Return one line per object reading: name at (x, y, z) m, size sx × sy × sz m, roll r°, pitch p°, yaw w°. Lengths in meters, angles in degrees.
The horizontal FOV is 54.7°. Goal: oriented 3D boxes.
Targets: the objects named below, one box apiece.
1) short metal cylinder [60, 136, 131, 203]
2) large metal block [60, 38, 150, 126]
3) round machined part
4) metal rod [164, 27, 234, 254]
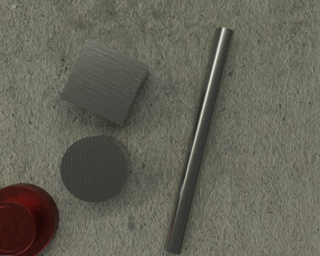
short metal cylinder at (-0.079, 0.050, 0.397) m, size 0.081 × 0.050 × 0.079 m, roll 0°, pitch 90°, yaw -1°
large metal block at (-0.067, -0.056, 0.397) m, size 0.080 × 0.050 × 0.080 m, roll 24°, pitch 90°, yaw -1°
round machined part at (-0.186, 0.123, 0.399) m, size 0.099 × 0.042 × 0.097 m, roll 0°, pitch 90°, yaw -1°
metal rod at (0.052, 0.016, 0.410) m, size 0.025 × 0.025 × 0.298 m, roll 13°, pitch 90°, yaw -1°
